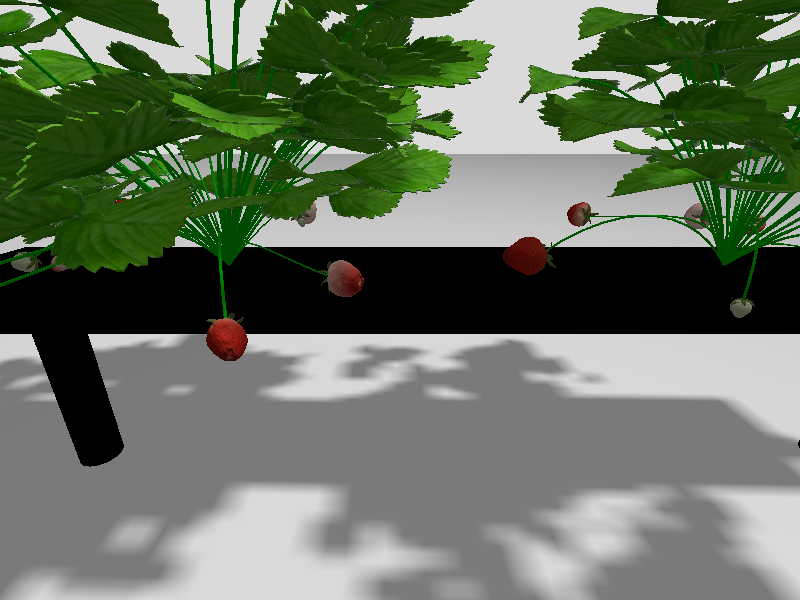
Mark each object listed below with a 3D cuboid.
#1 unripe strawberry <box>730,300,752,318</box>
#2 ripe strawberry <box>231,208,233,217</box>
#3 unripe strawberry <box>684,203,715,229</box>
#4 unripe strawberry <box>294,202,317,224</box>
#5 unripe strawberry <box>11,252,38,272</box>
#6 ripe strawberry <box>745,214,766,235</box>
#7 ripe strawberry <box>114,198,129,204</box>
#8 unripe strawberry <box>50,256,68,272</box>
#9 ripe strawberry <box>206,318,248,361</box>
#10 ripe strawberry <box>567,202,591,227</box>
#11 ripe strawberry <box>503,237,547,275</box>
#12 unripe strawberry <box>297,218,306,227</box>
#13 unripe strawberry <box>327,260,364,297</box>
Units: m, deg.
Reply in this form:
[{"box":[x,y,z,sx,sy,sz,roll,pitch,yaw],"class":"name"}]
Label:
[{"box":[0.207,0.006,0.244,0.010,0.011,0.011,14,26,32],"class":"unripe strawberry"},{"box":[-0.235,-0.115,0.548,0.021,0.022,0.023,-8,-27,-20],"class":"ripe strawberry"},{"box":[0.385,-0.109,0.516,0.032,0.033,0.034,11,24,26],"class":"unripe strawberry"},{"box":[-0.130,-0.123,0.547,0.036,0.038,0.038,3,21,7],"class":"unripe strawberry"},{"box":[-0.322,-0.032,0.343,0.018,0.017,0.016,-17,23,0],"class":"unripe strawberry"},{"box":[0.417,-0.088,0.472,0.022,0.025,0.023,21,2,41],"class":"ripe strawberry"},{"box":[-0.369,-0.119,0.538,0.036,0.035,0.033,14,25,40],"class":"ripe strawberry"},{"box":[-0.292,-0.031,0.343,0.015,0.013,0.015,-41,22,8],"class":"unripe strawberry"},{"box":[-0.087,0.021,0.202,0.019,0.021,0.022,-8,-41,-20],"class":"ripe strawberry"},{"box":[0.233,-0.112,0.523,0.027,0.031,0.030,-7,22,-18],"class":"ripe strawberry"},{"box":[0.104,-0.037,0.334,0.035,0.030,0.035,-3,22,-7],"class":"ripe strawberry"},{"box":[-0.122,-0.096,0.498,0.011,0.011,0.011,5,22,12],"class":"unripe strawberry"},{"box":[-0.038,-0.014,0.283,0.026,0.027,0.024,15,26,32],"class":"unripe strawberry"}]
